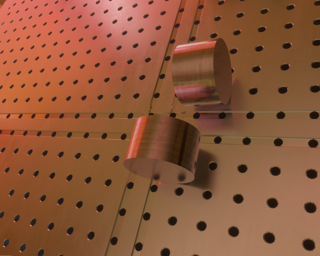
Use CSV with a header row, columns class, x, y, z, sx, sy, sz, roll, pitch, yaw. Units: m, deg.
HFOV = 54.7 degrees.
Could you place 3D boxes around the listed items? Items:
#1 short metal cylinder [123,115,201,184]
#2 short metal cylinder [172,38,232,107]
class,x,y,z,sx,sy,sz,roll,pitch,yaw
short metal cylinder,0.004,0.027,0.355,0.080,0.080,0.050,-1,62,28
short metal cylinder,0.055,-0.067,0.386,0.050,0.080,0.080,-2,61,27
